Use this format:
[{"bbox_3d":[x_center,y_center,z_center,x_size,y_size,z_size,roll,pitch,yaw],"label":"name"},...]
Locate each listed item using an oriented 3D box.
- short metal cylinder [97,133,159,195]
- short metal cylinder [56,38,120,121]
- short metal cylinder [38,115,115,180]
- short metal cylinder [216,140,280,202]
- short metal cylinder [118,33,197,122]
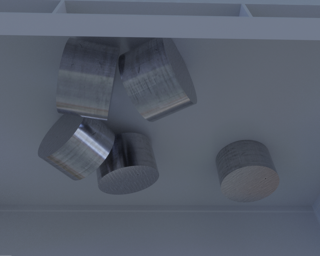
[{"bbox_3d":[-0.046,0.050,0.419,0.081,0.050,0.080,-11,146,-7],"label":"short metal cylinder"},{"bbox_3d":[-0.074,-0.051,0.329,0.050,0.080,0.079,10,129,-9],"label":"short metal cylinder"},{"bbox_3d":[-0.104,0.018,0.387,0.080,0.080,0.050,-30,124,23],"label":"short metal cylinder"},{"bbox_3d":[0.125,0.063,0.449,0.081,0.050,0.079,0,130,0],"label":"short metal cylinder"},{"bbox_3d":[0.000,-0.052,0.328,0.050,0.080,0.080,-23,127,18],"label":"short metal cylinder"}]
